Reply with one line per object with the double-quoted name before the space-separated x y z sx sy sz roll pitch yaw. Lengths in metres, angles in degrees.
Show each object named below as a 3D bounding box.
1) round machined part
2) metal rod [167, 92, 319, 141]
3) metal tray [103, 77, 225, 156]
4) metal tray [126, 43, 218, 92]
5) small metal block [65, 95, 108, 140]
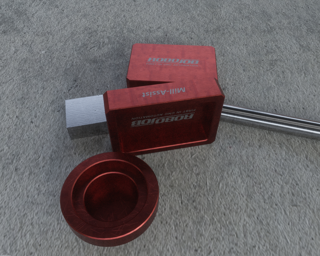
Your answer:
"round machined part" -0.050 0.077 0.327 0.099 0.042 0.098 0 50 0
"metal rod" 0.125 -0.013 0.415 0.301 0.025 0.025 12 51 9
"metal tray" 0.004 -0.010 0.369 0.131 0.089 0.030 -9 51 -8
"metal tray" 0.019 -0.089 0.475 0.131 0.030 0.090 3 50 1
"small metal block" -0.098 -0.015 0.415 0.050 0.025 0.050 -10 51 -9
